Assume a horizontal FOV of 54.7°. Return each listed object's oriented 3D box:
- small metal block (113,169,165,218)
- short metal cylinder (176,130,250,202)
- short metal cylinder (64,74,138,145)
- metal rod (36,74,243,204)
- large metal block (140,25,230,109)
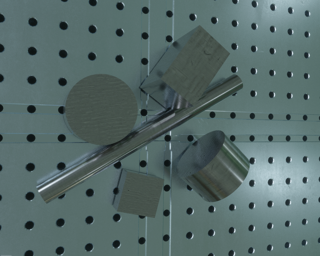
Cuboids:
[{"bbox_3d":[-0.028,0.084,0.399,0.050,0.025,0.050,16,85,-20],"label":"small metal block"},{"bbox_3d":[0.068,0.049,0.405,0.050,0.080,0.080,45,76,-15],"label":"short metal cylinder"},{"bbox_3d":[-0.072,-0.021,0.369,0.081,0.050,0.079,0,90,-20],"label":"short metal cylinder"},{"bbox_3d":[-0.013,0.005,0.405,0.302,0.025,0.025,-30,100,-18],"label":"metal rod"},{"bbox_3d":[0.028,-0.071,0.390,0.050,0.080,0.080,38,78,-16],"label":"large metal block"}]
